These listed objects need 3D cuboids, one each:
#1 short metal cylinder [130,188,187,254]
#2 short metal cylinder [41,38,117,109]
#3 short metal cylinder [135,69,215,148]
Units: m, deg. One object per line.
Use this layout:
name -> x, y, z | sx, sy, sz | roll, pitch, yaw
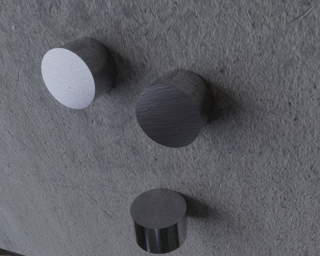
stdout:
short metal cylinder -> 0.000, 0.135, 0.455 | 0.080, 0.080, 0.050 | 9, 122, 23
short metal cylinder -> -0.104, -0.071, 0.401 | 0.080, 0.050, 0.079 | 13, 124, 21
short metal cylinder -> 0.018, -0.023, 0.366 | 0.080, 0.050, 0.079 | 13, 124, 21
